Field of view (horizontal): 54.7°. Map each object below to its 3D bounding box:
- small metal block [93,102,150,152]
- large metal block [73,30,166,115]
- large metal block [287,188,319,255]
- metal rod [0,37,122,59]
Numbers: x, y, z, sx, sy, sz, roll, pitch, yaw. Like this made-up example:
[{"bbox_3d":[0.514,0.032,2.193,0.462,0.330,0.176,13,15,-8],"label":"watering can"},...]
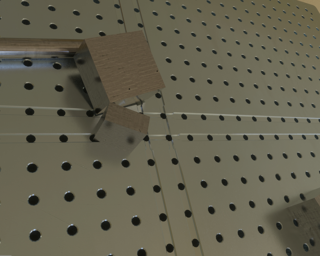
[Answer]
[{"bbox_3d":[-0.046,0.000,0.368,0.050,0.050,0.025,20,54,-17],"label":"small metal block"},{"bbox_3d":[-0.052,-0.071,0.394,0.081,0.050,0.080,-21,87,-33],"label":"large metal block"},{"bbox_3d":[0.248,0.131,0.449,0.081,0.050,0.080,-16,70,-35],"label":"large metal block"},{"bbox_3d":[-0.150,-0.100,0.388,0.303,0.025,0.025,-9,67,-32],"label":"metal rod"}]
